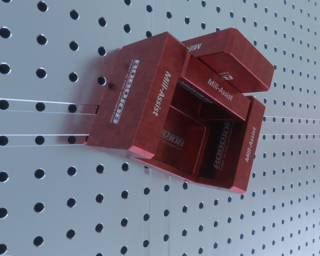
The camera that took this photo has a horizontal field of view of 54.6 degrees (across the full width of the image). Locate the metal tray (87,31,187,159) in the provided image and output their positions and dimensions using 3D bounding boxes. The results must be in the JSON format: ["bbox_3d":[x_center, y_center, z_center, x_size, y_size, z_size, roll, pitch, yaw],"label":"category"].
[{"bbox_3d":[-0.027,-0.035,0.343,0.030,0.090,0.130,28,73,-37],"label":"metal tray"}]

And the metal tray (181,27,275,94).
[{"bbox_3d":[0.062,-0.075,0.391,0.090,0.130,0.030,28,73,-37],"label":"metal tray"}]

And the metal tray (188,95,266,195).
[{"bbox_3d":[0.090,0.021,0.440,0.030,0.090,0.130,28,73,-37],"label":"metal tray"}]

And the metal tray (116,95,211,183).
[{"bbox_3d":[0.007,0.011,0.410,0.131,0.030,0.090,28,73,-37],"label":"metal tray"}]

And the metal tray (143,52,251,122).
[{"bbox_3d":[0.043,-0.046,0.401,0.131,0.090,0.030,27,73,-37],"label":"metal tray"}]
